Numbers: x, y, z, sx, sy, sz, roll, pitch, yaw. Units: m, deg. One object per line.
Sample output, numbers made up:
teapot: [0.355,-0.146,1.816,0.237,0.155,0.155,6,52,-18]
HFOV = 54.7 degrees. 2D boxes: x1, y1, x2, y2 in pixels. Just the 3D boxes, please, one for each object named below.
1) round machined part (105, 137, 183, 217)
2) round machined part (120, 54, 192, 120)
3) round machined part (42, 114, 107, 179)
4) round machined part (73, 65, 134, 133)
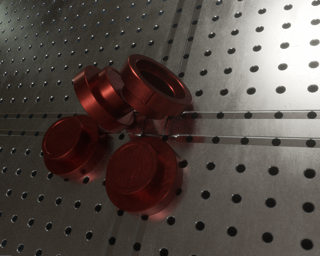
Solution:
round machined part: [-0.025,0.054,0.377,0.098,0.042,0.098,-13,56,20]
round machined part: [-0.010,-0.048,0.402,0.042,0.099,0.098,-51,46,27]
round machined part: [-0.131,0.022,0.451,0.098,0.042,0.098,-13,56,20]
round machined part: [-0.066,-0.045,0.419,0.042,0.098,0.098,-33,51,17]
